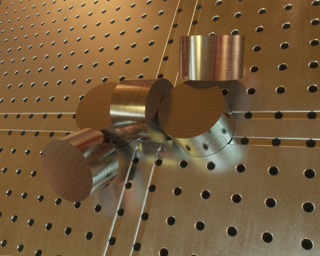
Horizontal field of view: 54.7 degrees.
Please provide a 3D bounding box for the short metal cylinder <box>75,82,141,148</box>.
[{"bbox_3d":[-0.070,-0.018,0.437,0.080,0.050,0.080,-13,56,20],"label":"short metal cylinder"}]

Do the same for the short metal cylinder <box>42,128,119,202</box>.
[{"bbox_3d":[-0.100,0.045,0.389,0.080,0.050,0.079,9,110,26],"label":"short metal cylinder"}]

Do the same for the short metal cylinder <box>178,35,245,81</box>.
[{"bbox_3d":[0.063,-0.088,0.385,0.080,0.081,0.050,9,108,32],"label":"short metal cylinder"}]

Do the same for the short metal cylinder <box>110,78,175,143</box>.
[{"bbox_3d":[-0.018,-0.023,0.395,0.050,0.080,0.080,5,64,30],"label":"short metal cylinder"}]

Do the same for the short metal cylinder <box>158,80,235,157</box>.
[{"bbox_3d":[0.045,-0.012,0.374,0.080,0.050,0.080,-13,56,20],"label":"short metal cylinder"}]
